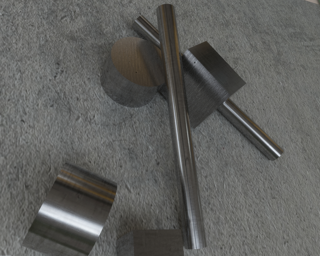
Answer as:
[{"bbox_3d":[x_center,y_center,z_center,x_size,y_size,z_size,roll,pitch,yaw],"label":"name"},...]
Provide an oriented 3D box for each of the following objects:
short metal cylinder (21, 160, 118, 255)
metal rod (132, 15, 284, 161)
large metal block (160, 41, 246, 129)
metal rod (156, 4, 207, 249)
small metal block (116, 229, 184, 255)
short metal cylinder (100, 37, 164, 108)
[{"bbox_3d":[-0.080,0.076,0.280,0.050,0.080,0.080,28,52,-11],"label":"short metal cylinder"},{"bbox_3d":[0.072,-0.063,0.480,0.300,0.025,0.025,44,51,2],"label":"metal rod"},{"bbox_3d":[0.056,-0.059,0.431,0.080,0.080,0.050,49,44,6],"label":"large metal block"},{"bbox_3d":[0.024,-0.012,0.378,0.025,0.025,0.299,0,76,-28],"label":"metal rod"},{"bbox_3d":[-0.011,0.119,0.309,0.050,0.050,0.025,8,59,-24],"label":"small metal block"},{"bbox_3d":[-0.034,-0.074,0.415,0.081,0.050,0.080,13,56,-21],"label":"short metal cylinder"}]
